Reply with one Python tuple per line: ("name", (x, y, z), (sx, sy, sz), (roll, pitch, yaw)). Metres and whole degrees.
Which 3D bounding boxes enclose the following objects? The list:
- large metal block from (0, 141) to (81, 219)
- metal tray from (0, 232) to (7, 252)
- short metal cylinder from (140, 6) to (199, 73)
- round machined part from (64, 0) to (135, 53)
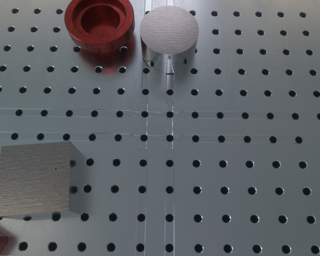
("large metal block", (-0.143, 0.064, 0.374), (0.081, 0.050, 0.080), (-4, 70, -2))
("metal tray", (-0.253, 0.160, 0.348), (0.090, 0.030, 0.130), (29, 72, 10))
("short metal cylinder", (0.013, -0.126, 0.444), (0.081, 0.050, 0.080), (0, 70, 0))
("round machined part", (-0.086, -0.153, 0.458), (0.099, 0.042, 0.098), (0, 70, 0))
